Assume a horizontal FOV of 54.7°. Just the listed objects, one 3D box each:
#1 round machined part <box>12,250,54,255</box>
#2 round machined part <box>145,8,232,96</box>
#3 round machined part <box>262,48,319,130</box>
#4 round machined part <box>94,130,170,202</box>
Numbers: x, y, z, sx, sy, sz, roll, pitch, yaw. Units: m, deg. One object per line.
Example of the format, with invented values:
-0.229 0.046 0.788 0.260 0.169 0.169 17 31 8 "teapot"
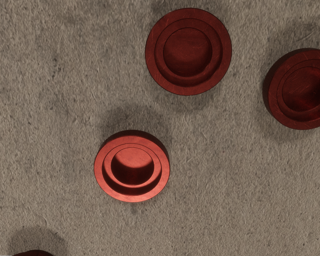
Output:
-0.197 0.231 0.483 0.099 0.042 0.097 0 110 -1 "round machined part"
0.032 -0.090 0.368 0.099 0.042 0.097 0 110 -1 "round machined part"
0.176 -0.050 0.385 0.099 0.042 0.097 0 110 -1 "round machined part"
-0.036 0.047 0.418 0.099 0.042 0.097 0 110 -1 "round machined part"
